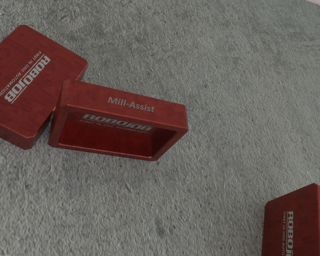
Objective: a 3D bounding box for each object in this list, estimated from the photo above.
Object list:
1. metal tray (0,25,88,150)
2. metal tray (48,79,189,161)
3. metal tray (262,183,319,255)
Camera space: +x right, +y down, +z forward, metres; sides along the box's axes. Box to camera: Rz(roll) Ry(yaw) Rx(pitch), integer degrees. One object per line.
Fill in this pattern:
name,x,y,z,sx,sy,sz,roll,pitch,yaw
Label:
metal tray,-0.152,-0.050,0.349,0.090,0.030,0.130,30,52,-9
metal tray,-0.046,-0.002,0.337,0.131,0.090,0.030,11,57,-23
metal tray,0.162,0.139,0.363,0.030,0.090,0.130,28,52,-11
